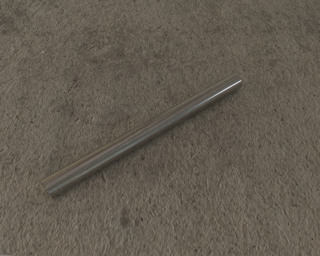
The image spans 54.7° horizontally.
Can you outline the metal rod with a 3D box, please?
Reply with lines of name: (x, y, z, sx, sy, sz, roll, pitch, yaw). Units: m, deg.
metal rod: (-0.006, -0.001, 0.406, 0.302, 0.025, 0.025, -30, 57, -23)
